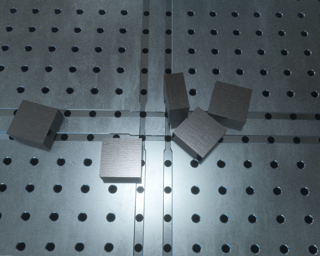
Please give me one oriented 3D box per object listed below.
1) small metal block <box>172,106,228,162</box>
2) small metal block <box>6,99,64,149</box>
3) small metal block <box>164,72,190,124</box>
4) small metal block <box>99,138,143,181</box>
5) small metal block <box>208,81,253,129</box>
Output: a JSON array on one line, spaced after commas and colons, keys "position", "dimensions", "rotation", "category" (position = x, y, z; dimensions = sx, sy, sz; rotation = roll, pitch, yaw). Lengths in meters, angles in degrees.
[{"position": [0.052, 0.008, 0.409], "dimensions": [0.050, 0.025, 0.050], "rotation": [41, 75, 13], "category": "small metal block"}, {"position": [-0.165, -0.005, 0.411], "dimensions": [0.050, 0.025, 0.050], "rotation": [15, 71, 5], "category": "small metal block"}, {"position": [0.021, -0.039, 0.413], "dimensions": [0.025, 0.050, 0.050], "rotation": [-8, 70, -3], "category": "small metal block"}, {"position": [-0.048, 0.040, 0.396], "dimensions": [0.050, 0.025, 0.050], "rotation": [1, 70, 0], "category": "small metal block"}, {"position": [0.094, -0.032, 0.425], "dimensions": [0.050, 0.025, 0.050], "rotation": [15, 71, 5], "category": "small metal block"}]
